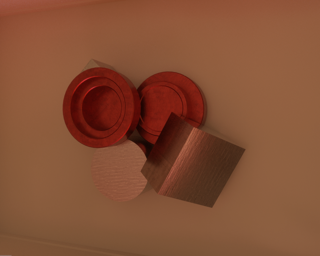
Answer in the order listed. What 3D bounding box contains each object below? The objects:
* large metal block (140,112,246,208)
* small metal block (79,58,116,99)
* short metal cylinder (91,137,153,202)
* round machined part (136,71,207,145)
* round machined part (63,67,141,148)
[{"bbox_3d":[0.037,0.038,0.359,0.080,0.080,0.050,-63,32,9],"label":"large metal block"},{"bbox_3d":[-0.087,-0.063,0.424,0.025,0.050,0.050,46,104,14],"label":"small metal block"},{"bbox_3d":[-0.043,0.052,0.409,0.080,0.050,0.079,0,90,19],"label":"short metal cylinder"},{"bbox_3d":[0.008,-0.024,0.394,0.098,0.042,0.097,0,90,19],"label":"round machined part"},{"bbox_3d":[-0.069,-0.025,0.392,0.098,0.042,0.097,0,90,19],"label":"round machined part"}]
